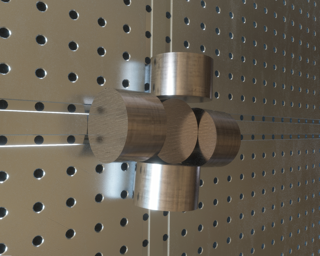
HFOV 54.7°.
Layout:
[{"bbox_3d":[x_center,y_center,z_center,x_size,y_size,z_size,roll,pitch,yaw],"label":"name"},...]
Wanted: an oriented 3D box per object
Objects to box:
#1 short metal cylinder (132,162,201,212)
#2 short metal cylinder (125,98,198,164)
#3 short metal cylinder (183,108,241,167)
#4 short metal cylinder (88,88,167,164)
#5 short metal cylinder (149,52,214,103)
[{"bbox_3d":[0.008,0.068,0.378,0.081,0.080,0.050,8,85,-40],"label":"short metal cylinder"},{"bbox_3d":[0.002,0.004,0.395,0.081,0.050,0.080,0,90,-41],"label":"short metal cylinder"},{"bbox_3d":[0.063,0.014,0.426,0.050,0.080,0.080,5,87,-40],"label":"short metal cylinder"},{"bbox_3d":[-0.038,-0.002,0.341,0.050,0.080,0.080,2,89,-41],"label":"short metal cylinder"},{"bbox_3d":[0.027,-0.061,0.395,0.081,0.080,0.050,4,88,-40],"label":"short metal cylinder"}]
